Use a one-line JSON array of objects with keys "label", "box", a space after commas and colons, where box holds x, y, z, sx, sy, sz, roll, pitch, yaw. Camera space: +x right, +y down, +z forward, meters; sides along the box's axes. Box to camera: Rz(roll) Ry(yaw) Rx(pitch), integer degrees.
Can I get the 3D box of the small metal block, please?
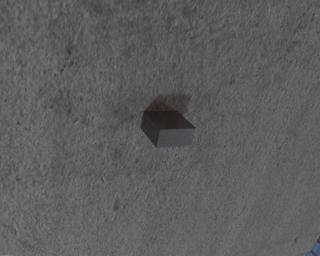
[{"label": "small metal block", "box": [0.010, 0.000, 0.398, 0.050, 0.050, 0.025, -2, 120, -28]}]
